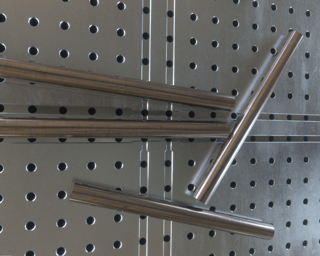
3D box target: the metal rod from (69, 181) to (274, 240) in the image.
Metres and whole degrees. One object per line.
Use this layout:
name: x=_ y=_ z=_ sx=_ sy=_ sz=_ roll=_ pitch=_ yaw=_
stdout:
metal rod: x=0.029 y=0.117 z=0.423 sx=0.302 sy=0.025 sz=0.025 roll=17 pitch=85 yaw=-19

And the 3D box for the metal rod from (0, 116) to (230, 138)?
metal rod: x=-0.048 y=0.001 z=0.394 sx=0.302 sy=0.025 sz=0.025 roll=1 pitch=90 yaw=-20

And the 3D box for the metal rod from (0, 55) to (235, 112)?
metal rod: x=-0.039 y=-0.052 z=0.397 sx=0.302 sy=0.025 sz=0.025 roll=7 pitch=88 yaw=-20

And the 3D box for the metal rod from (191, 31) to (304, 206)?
metal rod: x=0.135 y=-0.022 z=0.461 sx=0.025 sy=0.025 sz=0.300 roll=37 pitch=78 yaw=-16
